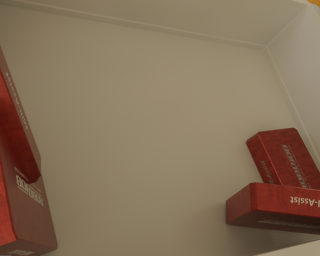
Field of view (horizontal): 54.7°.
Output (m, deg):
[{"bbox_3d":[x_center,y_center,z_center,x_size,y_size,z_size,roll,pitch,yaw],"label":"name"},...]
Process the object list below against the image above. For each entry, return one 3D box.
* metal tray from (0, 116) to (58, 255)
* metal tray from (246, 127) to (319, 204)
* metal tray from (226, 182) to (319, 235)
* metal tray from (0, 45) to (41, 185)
[{"bbox_3d":[-0.117,0.052,0.242,0.030,0.129,0.090,-16,69,-14],"label":"metal tray"},{"bbox_3d":[0.195,0.066,0.467,0.091,0.030,0.130,-5,64,-31],"label":"metal tray"},{"bbox_3d":[0.153,0.098,0.363,0.131,0.090,0.030,8,63,-5],"label":"metal tray"},{"bbox_3d":[-0.149,-0.008,0.220,0.091,0.129,0.030,-15,31,-13],"label":"metal tray"}]
